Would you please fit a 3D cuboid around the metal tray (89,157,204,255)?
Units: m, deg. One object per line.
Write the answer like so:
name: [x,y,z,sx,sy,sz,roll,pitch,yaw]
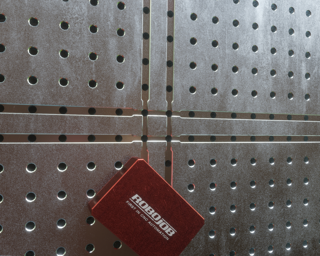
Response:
metal tray: [-0.015,0.112,0.404,0.130,0.030,0.090,46,76,-14]
